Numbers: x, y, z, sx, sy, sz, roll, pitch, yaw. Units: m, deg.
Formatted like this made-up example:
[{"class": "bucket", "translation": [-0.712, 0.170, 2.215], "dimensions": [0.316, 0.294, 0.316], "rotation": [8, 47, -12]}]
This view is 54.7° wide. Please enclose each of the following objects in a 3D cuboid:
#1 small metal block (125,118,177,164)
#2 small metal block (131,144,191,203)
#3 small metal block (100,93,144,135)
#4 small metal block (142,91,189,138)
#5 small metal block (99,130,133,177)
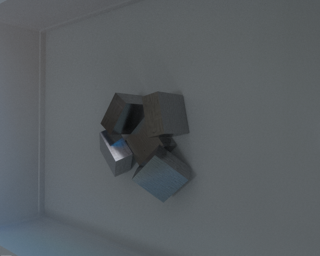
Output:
[{"class": "small metal block", "translation": [-0.014, 0.021, 0.413], "dimensions": [0.050, 0.025, 0.050], "rotation": [-49, 61, 28]}, {"class": "small metal block", "translation": [0.002, 0.057, 0.384], "dimensions": [0.050, 0.025, 0.050], "rotation": [38, 119, -8]}, {"class": "small metal block", "translation": [-0.045, -0.019, 0.423], "dimensions": [0.025, 0.050, 0.050], "rotation": [44, 116, 31]}, {"class": "small metal block", "translation": [0.007, -0.015, 0.380], "dimensions": [0.025, 0.050, 0.050], "rotation": [-14, 81, 38]}, {"class": "small metal block", "translation": [-0.063, 0.034, 0.439], "dimensions": [0.050, 0.025, 0.050], "rotation": [56, 155, 24]}]
